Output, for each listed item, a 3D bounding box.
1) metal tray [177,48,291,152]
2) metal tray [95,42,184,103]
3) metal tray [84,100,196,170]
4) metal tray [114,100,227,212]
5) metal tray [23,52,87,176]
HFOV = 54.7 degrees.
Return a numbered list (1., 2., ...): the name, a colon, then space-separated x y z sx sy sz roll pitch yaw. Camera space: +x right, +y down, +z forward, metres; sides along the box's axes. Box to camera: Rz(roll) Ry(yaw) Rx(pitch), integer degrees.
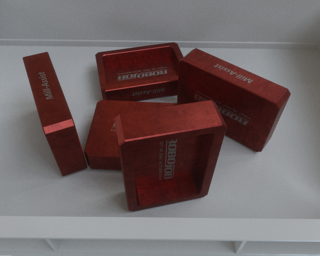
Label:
1. metal tray: 0.084 -0.034 0.390 0.130 0.089 0.030 31 57 23
2. metal tray: -0.026 -0.085 0.470 0.131 0.030 0.090 -10 51 -9
3. metal tray: -0.020 0.009 0.390 0.131 0.030 0.090 3 50 2
4. metal tray: 0.008 0.033 0.305 0.091 0.129 0.030 -9 51 -9
5. metal tray: -0.127 -0.018 0.374 0.030 0.089 0.130 -19 53 -16
